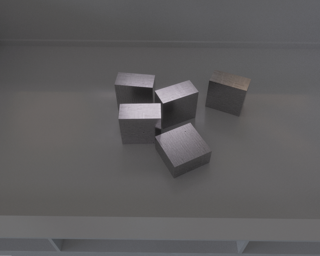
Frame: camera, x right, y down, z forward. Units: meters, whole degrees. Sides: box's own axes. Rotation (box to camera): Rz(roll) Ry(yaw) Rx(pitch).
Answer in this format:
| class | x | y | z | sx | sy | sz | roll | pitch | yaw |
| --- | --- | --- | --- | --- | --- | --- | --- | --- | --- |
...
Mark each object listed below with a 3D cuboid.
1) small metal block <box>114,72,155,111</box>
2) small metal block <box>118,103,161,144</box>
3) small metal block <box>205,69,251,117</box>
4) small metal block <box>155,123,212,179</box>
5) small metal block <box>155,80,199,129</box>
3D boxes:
| class | x | y | z | sx | sy | sz | roll | pitch | yaw |
| --- | --- | --- | --- | --- | --- | --- | --- | --- | --- |
| small metal block | -0.033 | -0.048 | 0.429 | 0.050 | 0.050 | 0.025 | 5 | 50 | 4 |
| small metal block | -0.024 | -0.005 | 0.392 | 0.050 | 0.050 | 0.025 | -1 | 50 | -1 |
| small metal block | 0.093 | -0.048 | 0.430 | 0.050 | 0.050 | 0.025 | 18 | 53 | 15 |
| small metal block | 0.028 | 0.027 | 0.383 | 0.050 | 0.025 | 0.050 | -21 | 53 | -17 |
| small metal block | 0.021 | -0.031 | 0.415 | 0.050 | 0.050 | 0.025 | -20 | 53 | -16 |
